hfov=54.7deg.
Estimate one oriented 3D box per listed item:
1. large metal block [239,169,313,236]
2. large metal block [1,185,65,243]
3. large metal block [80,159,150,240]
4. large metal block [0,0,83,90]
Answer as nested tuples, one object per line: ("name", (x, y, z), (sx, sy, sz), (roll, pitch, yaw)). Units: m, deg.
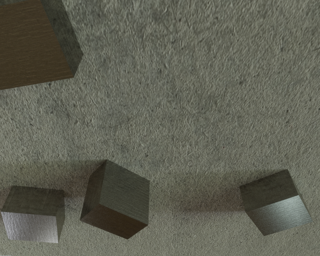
("large metal block", (0.185, 0.121, 0.496), (0.080, 0.050, 0.080), (-25, 126, 20))
("large metal block", (-0.205, 0.143, 0.511), (0.081, 0.050, 0.079), (7, 130, -6))
("large metal block", (-0.063, 0.106, 0.461), (0.080, 0.080, 0.050), (32, 123, -24))
("large metal block", (-0.134, -0.091, 0.312), (0.080, 0.050, 0.080), (-9, 130, 7))
